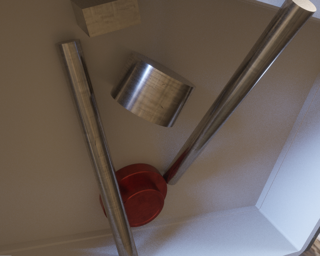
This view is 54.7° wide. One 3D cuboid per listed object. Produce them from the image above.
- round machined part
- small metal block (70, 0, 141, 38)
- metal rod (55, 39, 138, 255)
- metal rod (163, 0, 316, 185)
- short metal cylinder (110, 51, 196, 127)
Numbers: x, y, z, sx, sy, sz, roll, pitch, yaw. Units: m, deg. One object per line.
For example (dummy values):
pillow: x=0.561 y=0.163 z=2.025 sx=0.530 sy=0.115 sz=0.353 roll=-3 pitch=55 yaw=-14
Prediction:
round machined part: x=-0.033 y=0.103 z=0.445 sx=0.099 sy=0.042 sz=0.097 roll=-14 pitch=124 yaw=-21
small metal block: x=-0.052 y=-0.111 z=0.296 sx=0.050 sy=0.050 sz=0.025 roll=-21 pitch=127 yaw=-16
metal rod: x=-0.067 y=0.048 z=0.368 sx=0.025 sy=0.025 sz=0.298 roll=-19 pitch=116 yaw=-18
metal rod: x=0.066 y=-0.013 z=0.360 sx=0.025 sy=0.025 sz=0.298 roll=-4 pitch=145 yaw=-27
short metal cylinder: x=-0.007 y=-0.043 z=0.344 sx=0.080 sy=0.080 sz=0.050 roll=19 pitch=108 yaw=-36
